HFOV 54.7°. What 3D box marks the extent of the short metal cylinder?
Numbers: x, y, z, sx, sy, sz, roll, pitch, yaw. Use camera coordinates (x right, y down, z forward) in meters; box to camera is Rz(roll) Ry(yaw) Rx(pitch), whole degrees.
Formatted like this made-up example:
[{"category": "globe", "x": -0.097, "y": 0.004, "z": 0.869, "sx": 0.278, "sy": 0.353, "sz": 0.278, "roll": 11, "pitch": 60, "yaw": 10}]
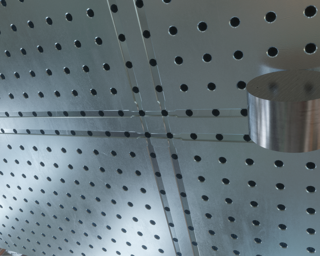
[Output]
[{"category": "short metal cylinder", "x": 0.126, "y": -0.019, "z": 0.298, "sx": 0.080, "sy": 0.080, "sz": 0.050, "roll": 3, "pitch": 120, "yaw": 26}]
